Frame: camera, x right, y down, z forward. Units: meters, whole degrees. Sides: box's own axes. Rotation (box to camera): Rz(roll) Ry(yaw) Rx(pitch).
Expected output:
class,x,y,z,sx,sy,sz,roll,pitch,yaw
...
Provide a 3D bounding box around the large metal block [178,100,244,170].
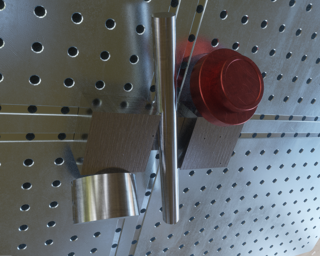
class,x,y,z,sx,sy,sz,roll,pitch,yaw
large metal block,0.062,0.010,0.436,0.081,0.050,0.079,1,118,-29

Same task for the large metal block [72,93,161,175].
class,x,y,z,sx,sy,sz,roll,pitch,yaw
large metal block,-0.054,0.007,0.371,0.081,0.050,0.079,2,118,-30

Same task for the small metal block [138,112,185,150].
class,x,y,z,sx,sy,sz,roll,pitch,yaw
small metal block,-0.001,0.002,0.413,0.050,0.025,0.050,1,118,-29

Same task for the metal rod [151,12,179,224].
class,x,y,z,sx,sy,sz,roll,pitch,yaw
metal rod,0.010,0.012,0.390,0.025,0.025,0.298,-16,125,-19

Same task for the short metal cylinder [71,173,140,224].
class,x,y,z,sx,sy,sz,roll,pitch,yaw
short metal cylinder,-0.068,0.089,0.385,0.081,0.050,0.080,-8,163,-2

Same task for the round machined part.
class,x,y,z,sx,sy,sz,roll,pitch,yaw
round machined part,0.090,-0.052,0.385,0.099,0.042,0.097,4,81,-28
